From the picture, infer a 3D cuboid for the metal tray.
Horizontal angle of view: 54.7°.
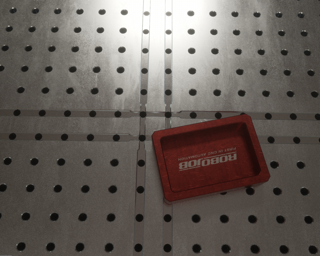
[{"bbox_3d":[0.061,0.039,0.395,0.131,0.030,0.090,-11,70,-5],"label":"metal tray"}]
